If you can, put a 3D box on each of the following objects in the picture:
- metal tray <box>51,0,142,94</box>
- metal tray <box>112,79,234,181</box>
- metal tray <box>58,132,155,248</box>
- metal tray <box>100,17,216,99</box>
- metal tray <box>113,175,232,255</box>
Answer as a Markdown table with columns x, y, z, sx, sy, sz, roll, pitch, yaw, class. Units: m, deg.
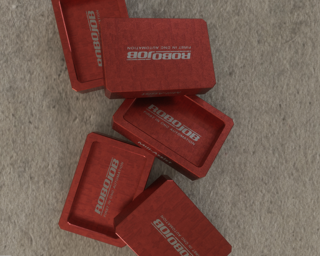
| x | y | z | sx | sy | sz | roll | pitch | yaw | class |
| --- | --- | --- | --- | --- | --- | --- | --- | --- | --- |
| -0.081 | -0.118 | 0.406 | 0.091 | 0.030 | 0.129 | -13 | 90 | -1 | metal tray |
| 0.017 | -0.005 | 0.392 | 0.130 | 0.030 | 0.090 | 33 | 68 | -1 | metal tray |
| -0.067 | 0.078 | 0.406 | 0.090 | 0.030 | 0.129 | 18 | 90 | -1 | metal tray |
| -0.004 | -0.085 | 0.376 | 0.131 | 0.030 | 0.090 | -5 | 80 | -14 | metal tray |
| 0.017 | 0.135 | 0.389 | 0.090 | 0.030 | 0.130 | -42 | 102 | -7 | metal tray |
